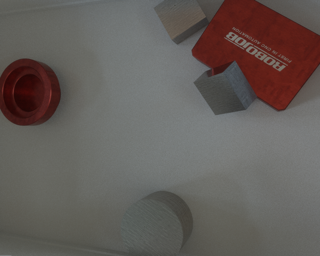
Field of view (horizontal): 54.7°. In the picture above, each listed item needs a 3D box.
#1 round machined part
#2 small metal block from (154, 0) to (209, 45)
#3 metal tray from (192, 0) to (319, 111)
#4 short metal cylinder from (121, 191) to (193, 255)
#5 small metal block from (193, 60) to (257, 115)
[{"bbox_3d":[-0.191,-0.052,0.467,0.098,0.042,0.097,0,90,19],"label":"round machined part"},{"bbox_3d":[0.028,-0.145,0.400,0.050,0.025,0.050,-30,80,17],"label":"small metal block"},{"bbox_3d":[0.116,-0.090,0.367,0.130,0.030,0.090,37,101,16],"label":"metal tray"},{"bbox_3d":[-0.003,0.126,0.397,0.080,0.050,0.079,0,90,19],"label":"short metal cylinder"},{"bbox_3d":[0.075,-0.045,0.360,0.050,0.025,0.050,53,152,-16],"label":"small metal block"}]
